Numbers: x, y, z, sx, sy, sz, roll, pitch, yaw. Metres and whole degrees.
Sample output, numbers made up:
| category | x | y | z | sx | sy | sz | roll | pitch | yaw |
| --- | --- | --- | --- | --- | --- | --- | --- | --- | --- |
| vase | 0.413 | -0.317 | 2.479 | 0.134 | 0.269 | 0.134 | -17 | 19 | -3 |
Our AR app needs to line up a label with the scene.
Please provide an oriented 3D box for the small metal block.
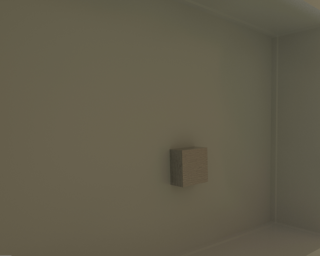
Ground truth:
| category | x | y | z | sx | sy | sz | roll | pitch | yaw |
| --- | --- | --- | --- | --- | --- | --- | --- | --- | --- |
| small metal block | 0.041 | 0.054 | 0.440 | 0.050 | 0.025 | 0.050 | -3 | 92 | -40 |
